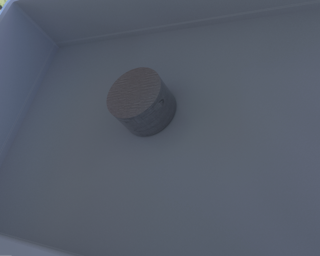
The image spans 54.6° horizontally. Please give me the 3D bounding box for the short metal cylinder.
[{"bbox_3d":[-0.025,-0.035,0.423,0.080,0.050,0.080,-13,56,21],"label":"short metal cylinder"}]
